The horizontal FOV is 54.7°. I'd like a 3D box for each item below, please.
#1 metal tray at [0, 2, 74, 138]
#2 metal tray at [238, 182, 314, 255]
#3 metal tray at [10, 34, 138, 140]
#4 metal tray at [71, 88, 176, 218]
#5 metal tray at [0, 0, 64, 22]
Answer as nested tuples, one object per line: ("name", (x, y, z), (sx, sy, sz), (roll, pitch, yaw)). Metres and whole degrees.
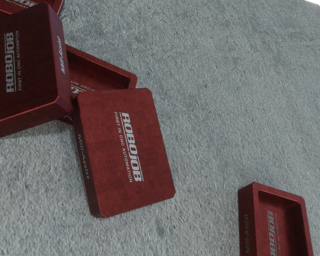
("metal tray", (-0.146, -0.063, 0.328), (0.090, 0.030, 0.130), (-18, 66, 6))
("metal tray", (0.147, 0.142, 0.392), (0.091, 0.030, 0.130), (19, 54, -17))
("metal tray", (-0.099, -0.049, 0.376), (0.131, 0.030, 0.090), (22, 54, -15))
("metal tray", (-0.041, 0.023, 0.342), (0.091, 0.030, 0.129), (-8, 81, -33))
("metal tray", (-0.196, -0.171, 0.398), (0.131, 0.030, 0.090), (17, 55, -19))
